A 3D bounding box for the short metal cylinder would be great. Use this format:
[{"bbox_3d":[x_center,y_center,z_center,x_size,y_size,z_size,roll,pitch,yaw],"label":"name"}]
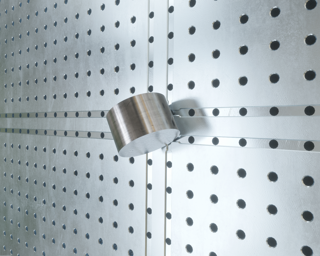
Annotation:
[{"bbox_3d":[-0.021,-0.002,0.391,0.080,0.081,0.050,-35,68,35],"label":"short metal cylinder"}]
